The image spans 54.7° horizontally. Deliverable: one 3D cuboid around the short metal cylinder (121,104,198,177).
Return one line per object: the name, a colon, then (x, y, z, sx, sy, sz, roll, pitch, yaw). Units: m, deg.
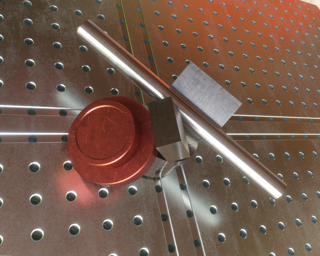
short metal cylinder: (-0.001, 0.014, 0.378, 0.081, 0.050, 0.080, 14, 56, -21)

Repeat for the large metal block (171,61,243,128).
large metal block: (0.055, -0.041, 0.415, 0.080, 0.050, 0.080, 39, 8, -2)

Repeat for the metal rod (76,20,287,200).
metal rod: (0.026, -0.021, 0.366, 0.300, 0.025, 0.025, 40, 51, -1)

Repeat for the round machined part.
round machined part: (-0.053, 0.010, 0.325, 0.098, 0.042, 0.098, -4, 71, 11)

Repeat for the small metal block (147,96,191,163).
small metal block: (0.010, 0.003, 0.324, 0.025, 0.050, 0.050, -16, 64, 9)
